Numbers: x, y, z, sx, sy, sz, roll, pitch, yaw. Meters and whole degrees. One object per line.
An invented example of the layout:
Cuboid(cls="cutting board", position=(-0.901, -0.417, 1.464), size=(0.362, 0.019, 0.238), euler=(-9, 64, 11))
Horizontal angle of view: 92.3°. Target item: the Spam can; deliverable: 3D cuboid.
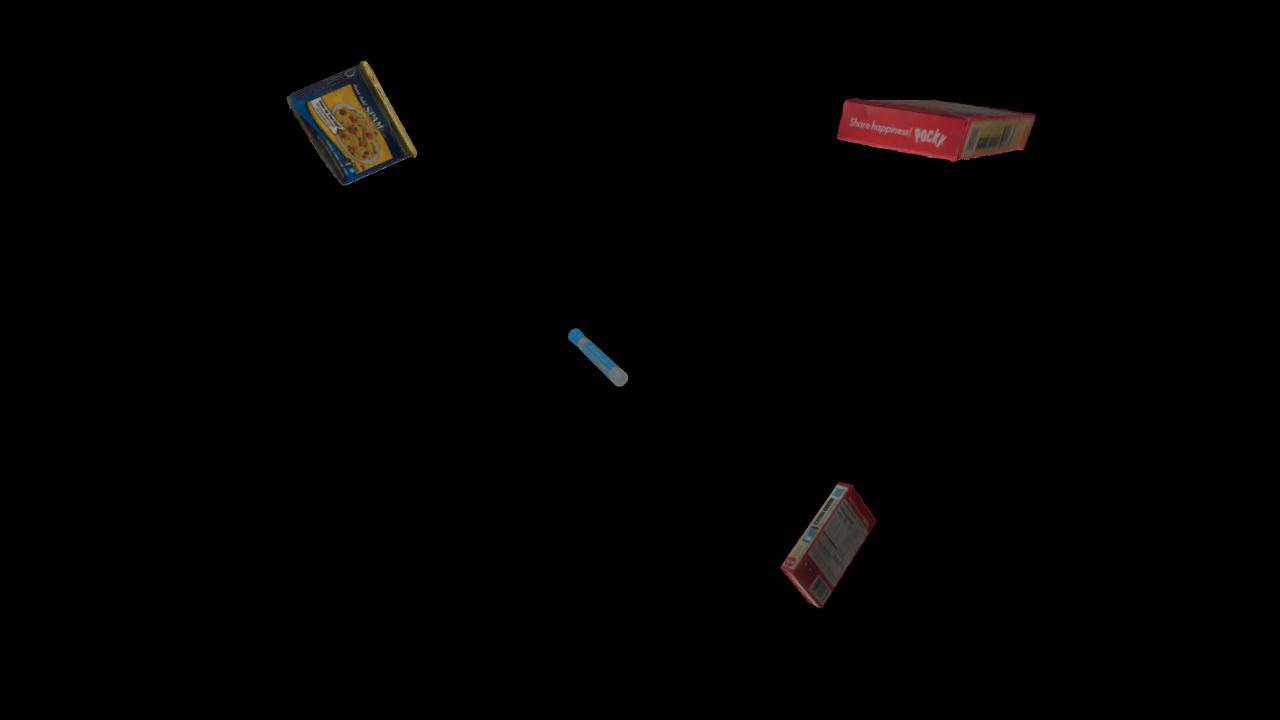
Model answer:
Cuboid(cls="Spam can", position=(-0.299, -0.245, 0.645), size=(0.085, 0.101, 0.058), euler=(-26, 30, -4))

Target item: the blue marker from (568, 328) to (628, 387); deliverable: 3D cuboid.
Cuboid(cls="blue marker", position=(-0.053, -0.006, 0.736), size=(0.020, 0.020, 0.121), euler=(0, 28, -38))

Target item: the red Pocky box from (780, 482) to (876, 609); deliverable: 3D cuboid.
Cuboid(cls="red Pocky box", position=(0.262, 0.254, 0.849), size=(0.155, 0.083, 0.028), euler=(-47, 22, -22))

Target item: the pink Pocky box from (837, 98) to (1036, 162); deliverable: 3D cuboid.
Cuboid(cls="pink Pocky box", position=(0.217, -0.169, 0.444), size=(0.084, 0.029, 0.155), euler=(28, 34, 36))
